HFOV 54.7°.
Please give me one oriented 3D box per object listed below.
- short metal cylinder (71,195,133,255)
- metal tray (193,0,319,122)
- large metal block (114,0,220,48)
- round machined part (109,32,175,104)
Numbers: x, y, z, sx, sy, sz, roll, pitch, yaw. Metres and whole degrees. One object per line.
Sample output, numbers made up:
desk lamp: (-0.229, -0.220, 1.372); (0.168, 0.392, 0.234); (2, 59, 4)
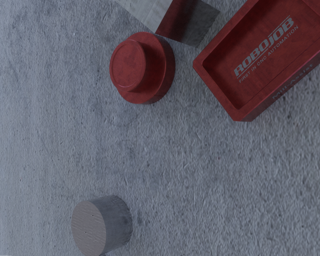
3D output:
short metal cylinder: (-0.087, 0.144, 0.461); (0.080, 0.050, 0.080); (0, 90, 40)
metal tray: (0.104, -0.079, 0.315); (0.129, 0.030, 0.090); (-46, 63, 30)
large metal block: (0.009, -0.143, 0.362); (0.080, 0.081, 0.050); (47, 118, 29)
round machined part: (-0.031, -0.081, 0.419); (0.098, 0.042, 0.097); (0, 90, 40)
